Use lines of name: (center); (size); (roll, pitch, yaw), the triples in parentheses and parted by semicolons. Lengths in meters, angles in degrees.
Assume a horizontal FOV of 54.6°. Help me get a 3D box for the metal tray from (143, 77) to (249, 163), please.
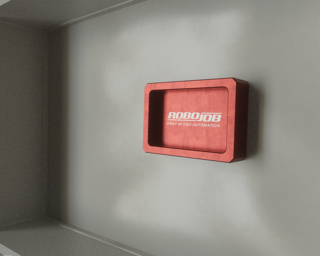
metal tray: (0.038, -0.010, 0.373); (0.130, 0.030, 0.090); (3, 92, 40)
